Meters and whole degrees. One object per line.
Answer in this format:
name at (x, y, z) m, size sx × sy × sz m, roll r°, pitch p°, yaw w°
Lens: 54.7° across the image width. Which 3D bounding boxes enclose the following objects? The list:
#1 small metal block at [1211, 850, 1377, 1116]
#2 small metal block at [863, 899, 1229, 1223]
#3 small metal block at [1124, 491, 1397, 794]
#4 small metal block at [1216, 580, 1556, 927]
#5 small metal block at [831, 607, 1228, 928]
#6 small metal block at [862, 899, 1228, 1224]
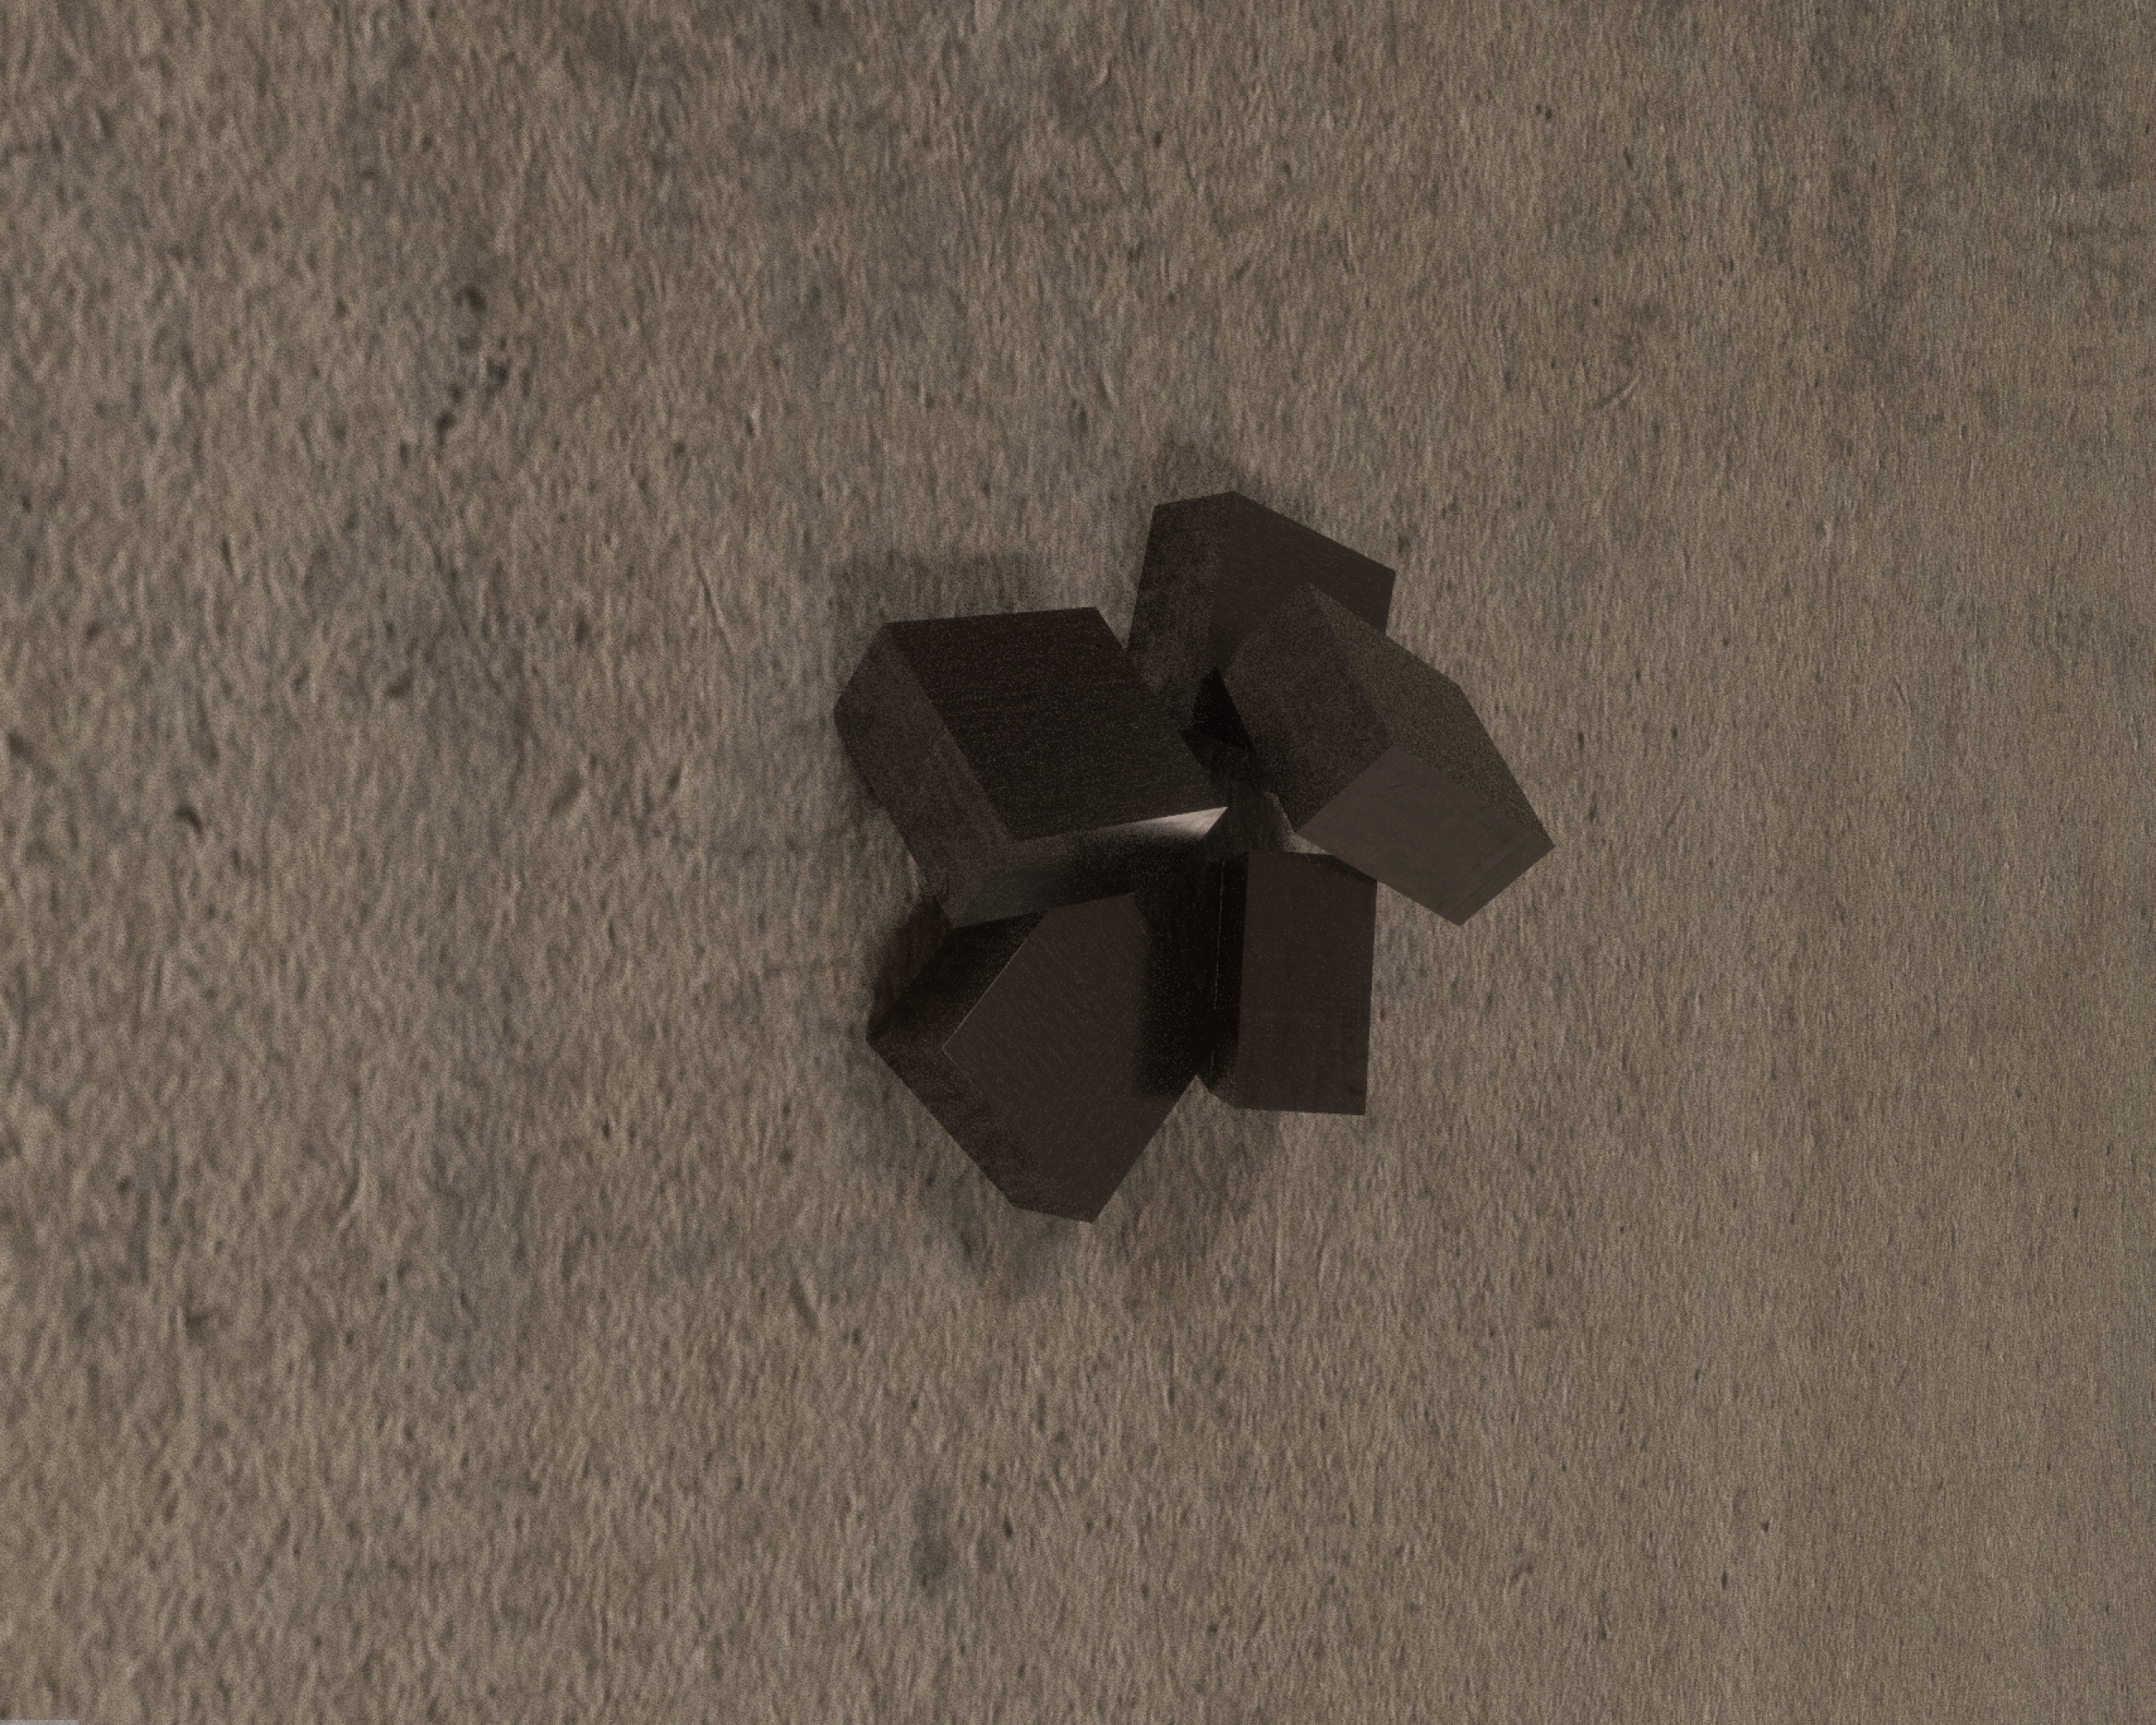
small metal block at (0.043, 0.024, 0.426) m, size 0.025 × 0.050 × 0.050 m, roll 4°, pitch 87°, yaw -2°
small metal block at (-0.005, 0.033, 0.404) m, size 0.050 × 0.025 × 0.050 m, roll -53°, pitch 121°, yaw -27°
small metal block at (0.037, -0.045, 0.440) m, size 0.050 × 0.025 × 0.050 m, roll 18°, pitch 79°, yaw -39°
small metal block at (0.060, -0.021, 0.408) m, size 0.050 × 0.025 × 0.050 m, roll 27°, pitch 30°, yaw -37°
small metal block at (-0.009, -0.019, 0.384) m, size 0.050 × 0.025 × 0.050 m, roll -10°, pitch 59°, yaw -40°
small metal block at (-0.005, 0.033, 0.404) m, size 0.050 × 0.025 × 0.050 m, roll -53°, pitch 121°, yaw -27°
